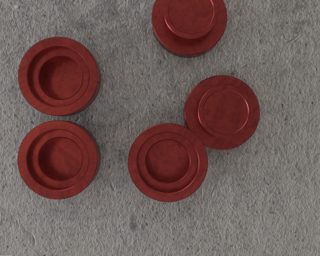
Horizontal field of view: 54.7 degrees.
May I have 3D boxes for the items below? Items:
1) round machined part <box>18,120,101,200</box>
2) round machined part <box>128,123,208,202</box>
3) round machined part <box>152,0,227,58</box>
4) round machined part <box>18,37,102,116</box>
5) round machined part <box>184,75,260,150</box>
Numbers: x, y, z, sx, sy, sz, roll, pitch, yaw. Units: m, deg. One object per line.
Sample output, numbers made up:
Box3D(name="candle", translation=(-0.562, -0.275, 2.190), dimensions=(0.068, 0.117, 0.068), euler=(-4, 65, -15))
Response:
Box3D(name="round machined part", translation=(-0.126, 0.039, 0.400), dimensions=(0.099, 0.042, 0.097), euler=(0, 90, 0))
Box3D(name="round machined part", translation=(0.010, 0.042, 0.400), dimensions=(0.099, 0.042, 0.097), euler=(0, 92, 1))
Box3D(name="round machined part", translation=(0.038, -0.144, 0.401), dimensions=(0.099, 0.042, 0.097), euler=(0, 90, 0))
Box3D(name="round machined part", translation=(-0.125, -0.064, 0.400), dimensions=(0.099, 0.042, 0.097), euler=(0, 90, 0))
Box3D(name="round machined part", translation=(0.081, -0.020, 0.402), dimensions=(0.099, 0.042, 0.097), euler=(0, 90, 0))
